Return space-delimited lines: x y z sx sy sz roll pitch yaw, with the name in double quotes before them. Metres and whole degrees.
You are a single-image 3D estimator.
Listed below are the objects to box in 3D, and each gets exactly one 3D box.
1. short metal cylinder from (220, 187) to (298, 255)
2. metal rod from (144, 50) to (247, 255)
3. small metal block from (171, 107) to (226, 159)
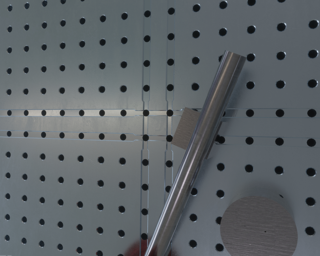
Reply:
"short metal cylinder" 0.114 0.113 0.359 0.080 0.050 0.079 0 90 20
"metal rod" 0.034 0.054 0.377 0.025 0.025 0.298 25 107 18
"small metal block" 0.049 0.006 0.395 0.050 0.025 0.050 23 98 18
